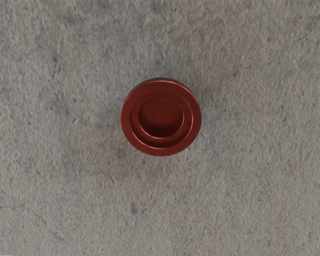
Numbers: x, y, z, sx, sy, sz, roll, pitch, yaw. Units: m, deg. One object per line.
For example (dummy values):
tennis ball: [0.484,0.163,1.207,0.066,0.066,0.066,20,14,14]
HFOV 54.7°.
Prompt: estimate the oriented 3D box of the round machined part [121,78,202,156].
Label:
round machined part: [0.001,-0.016,0.395,0.099,0.042,0.097,0,110,-1]
